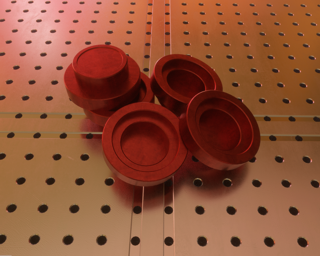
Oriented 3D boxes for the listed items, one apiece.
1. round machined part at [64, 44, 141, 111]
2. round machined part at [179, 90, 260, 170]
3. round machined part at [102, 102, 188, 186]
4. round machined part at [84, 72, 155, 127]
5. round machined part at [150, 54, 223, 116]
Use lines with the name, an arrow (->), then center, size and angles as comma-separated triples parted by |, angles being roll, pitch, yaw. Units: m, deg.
round machined part -> -0.075, -0.071, 0.400 | 0.099, 0.042, 0.098 | 0, 50, 0
round machined part -> 0.068, 0.006, 0.377 | 0.099, 0.042, 0.098 | 11, 59, -18
round machined part -> -0.019, 0.022, 0.367 | 0.099, 0.042, 0.098 | 5, 64, -9
round machined part -> -0.056, -0.037, 0.426 | 0.099, 0.042, 0.098 | 0, 50, 0
round machined part -> 0.033, -0.055, 0.431 | 0.099, 0.042, 0.098 | 11, 50, -13
